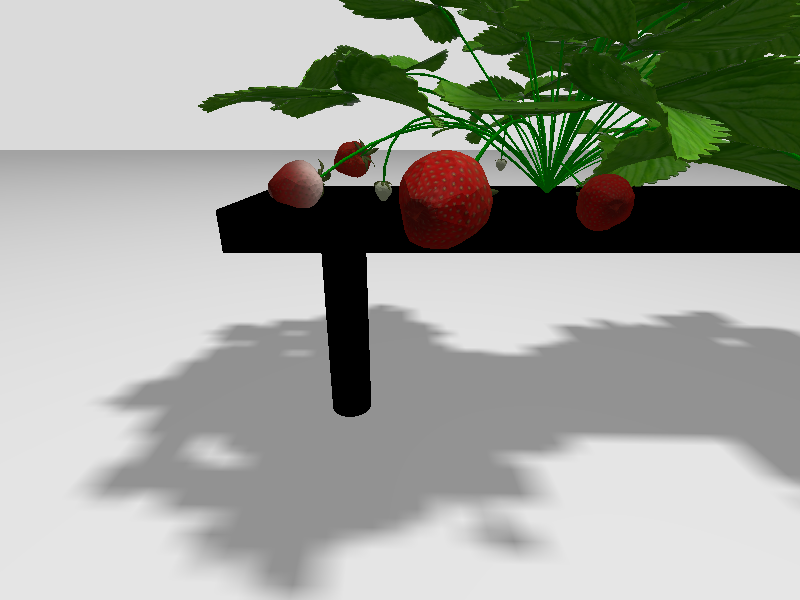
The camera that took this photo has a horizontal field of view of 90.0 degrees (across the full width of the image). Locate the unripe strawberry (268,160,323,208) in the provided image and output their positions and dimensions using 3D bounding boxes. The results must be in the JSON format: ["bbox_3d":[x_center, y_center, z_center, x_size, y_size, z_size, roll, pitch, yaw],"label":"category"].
[{"bbox_3d":[-0.066,-0.073,0.253,0.033,0.029,0.033,-18,27,-19],"label":"unripe strawberry"}]

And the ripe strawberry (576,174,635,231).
[{"bbox_3d":[0.103,-0.048,0.199,0.027,0.028,0.029,3,23,8],"label":"ripe strawberry"}]

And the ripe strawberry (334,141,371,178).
[{"bbox_3d":[-0.055,-0.156,0.450,0.040,0.039,0.044,-7,13,39],"label":"ripe strawberry"}]

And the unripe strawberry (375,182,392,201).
[{"bbox_3d":[-0.011,-0.067,0.250,0.010,0.011,0.011,-14,26,-32],"label":"unripe strawberry"}]

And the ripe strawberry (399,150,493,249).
[{"bbox_3d":[0.016,-0.039,0.162,0.038,0.040,0.041,12,30,28],"label":"ripe strawberry"}]

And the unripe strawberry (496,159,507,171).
[{"bbox_3d":[0.129,-0.172,0.512,0.013,0.014,0.014,1,22,1],"label":"unripe strawberry"}]
